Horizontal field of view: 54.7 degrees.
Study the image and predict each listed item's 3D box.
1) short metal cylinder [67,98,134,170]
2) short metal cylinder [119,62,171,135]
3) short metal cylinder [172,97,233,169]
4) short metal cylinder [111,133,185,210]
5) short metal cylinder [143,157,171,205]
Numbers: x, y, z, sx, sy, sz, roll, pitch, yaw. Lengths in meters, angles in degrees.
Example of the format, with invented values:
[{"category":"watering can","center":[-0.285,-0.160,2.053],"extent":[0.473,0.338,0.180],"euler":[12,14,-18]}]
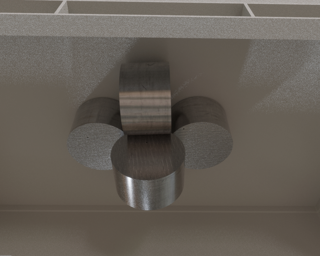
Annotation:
[{"category":"short metal cylinder","center":[-0.073,0.008,0.397],"extent":[0.081,0.050,0.079],"euler":[0,130,0]},{"category":"short metal cylinder","center":[-0.014,-0.032,0.342],"extent":[0.050,0.080,0.079],"euler":[-2,130,1]},{"category":"short metal cylinder","center":[0.049,0.007,0.396],"extent":[0.081,0.050,0.079],"euler":[0,130,0]},{"category":"short metal cylinder","center":[-0.012,0.045,0.350],"extent":[0.080,0.080,0.050],"euler":[-1,130,0]},{"category":"short metal cylinder","center":[-0.012,0.066,0.426],"extent":[0.050,0.080,0.079],"euler":[-2,130,1]}]
